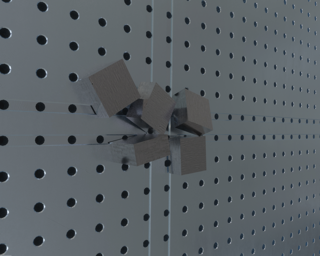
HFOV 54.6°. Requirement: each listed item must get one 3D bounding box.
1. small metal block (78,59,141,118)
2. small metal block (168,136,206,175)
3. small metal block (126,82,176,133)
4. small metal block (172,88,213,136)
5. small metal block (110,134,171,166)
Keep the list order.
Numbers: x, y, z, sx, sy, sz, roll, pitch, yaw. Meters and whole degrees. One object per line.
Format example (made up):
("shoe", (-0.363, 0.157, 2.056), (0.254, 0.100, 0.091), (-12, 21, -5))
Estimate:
("small metal block", (-0.058, -0.046, 0.360), (0.050, 0.025, 0.050), (-38, 113, -33))
("small metal block", (0.039, 0.037, 0.441), (0.050, 0.025, 0.050), (-4, 93, -40))
("small metal block", (-0.010, -0.024, 0.393), (0.050, 0.025, 0.050), (40, 65, -47))
("small metal block", (0.046, -0.021, 0.435), (0.050, 0.025, 0.050), (19, 56, -38))
("small metal block", (-0.024, 0.025, 0.372), (0.050, 0.050, 0.025), (-15, 100, -39))
